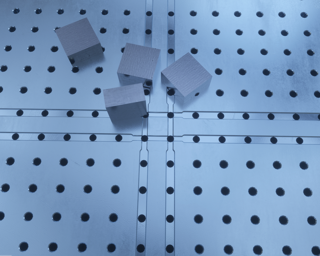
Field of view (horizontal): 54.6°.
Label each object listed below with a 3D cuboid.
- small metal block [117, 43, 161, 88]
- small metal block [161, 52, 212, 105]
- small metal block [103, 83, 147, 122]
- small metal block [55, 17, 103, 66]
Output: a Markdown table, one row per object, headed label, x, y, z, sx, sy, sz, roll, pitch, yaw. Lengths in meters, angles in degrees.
| label | x | y | z | sx | sy | sz | roll | pitch | yaw |
| --- | --- | --- | --- | --- | --- | --- | --- | --- | --- |
| small metal block | -0.029 | -0.090 | 0.444 | 0.050 | 0.025 | 0.050 | 12 | 70 | 4 |
| small metal block | 0.037 | -0.070 | 0.438 | 0.050 | 0.025 | 0.050 | -37 | 74 | -13 |
| small metal block | -0.045 | -0.033 | 0.410 | 0.050 | 0.050 | 0.025 | -11 | 71 | -4 |
| small metal block | -0.119 | -0.128 | 0.458 | 0.050 | 0.025 | 0.050 | -26 | 72 | -9 |
